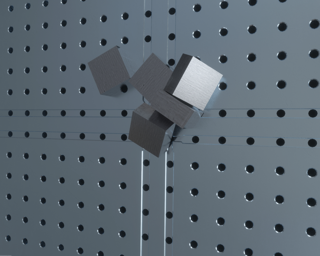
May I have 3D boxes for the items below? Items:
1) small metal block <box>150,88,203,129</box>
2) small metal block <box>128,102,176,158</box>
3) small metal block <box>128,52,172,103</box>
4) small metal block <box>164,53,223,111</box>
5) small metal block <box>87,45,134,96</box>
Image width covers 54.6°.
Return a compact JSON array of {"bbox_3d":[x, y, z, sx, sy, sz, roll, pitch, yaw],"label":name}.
[{"bbox_3d":[0.022,-0.023,0.392,0.050,0.050,0.025,36,102,16],"label":"small metal block"},{"bbox_3d":[-0.011,0.003,0.404,0.050,0.025,0.050,31,135,17],"label":"small metal block"},{"bbox_3d":[-0.005,-0.063,0.415,0.050,0.025,0.050,46,104,14],"label":"small metal block"},{"bbox_3d":[0.041,-0.056,0.382,0.050,0.050,0.025,-62,31,7],"label":"small metal block"},{"bbox_3d":[-0.066,-0.079,0.437,0.050,0.025,0.050,-26,82,18],"label":"small metal block"}]
